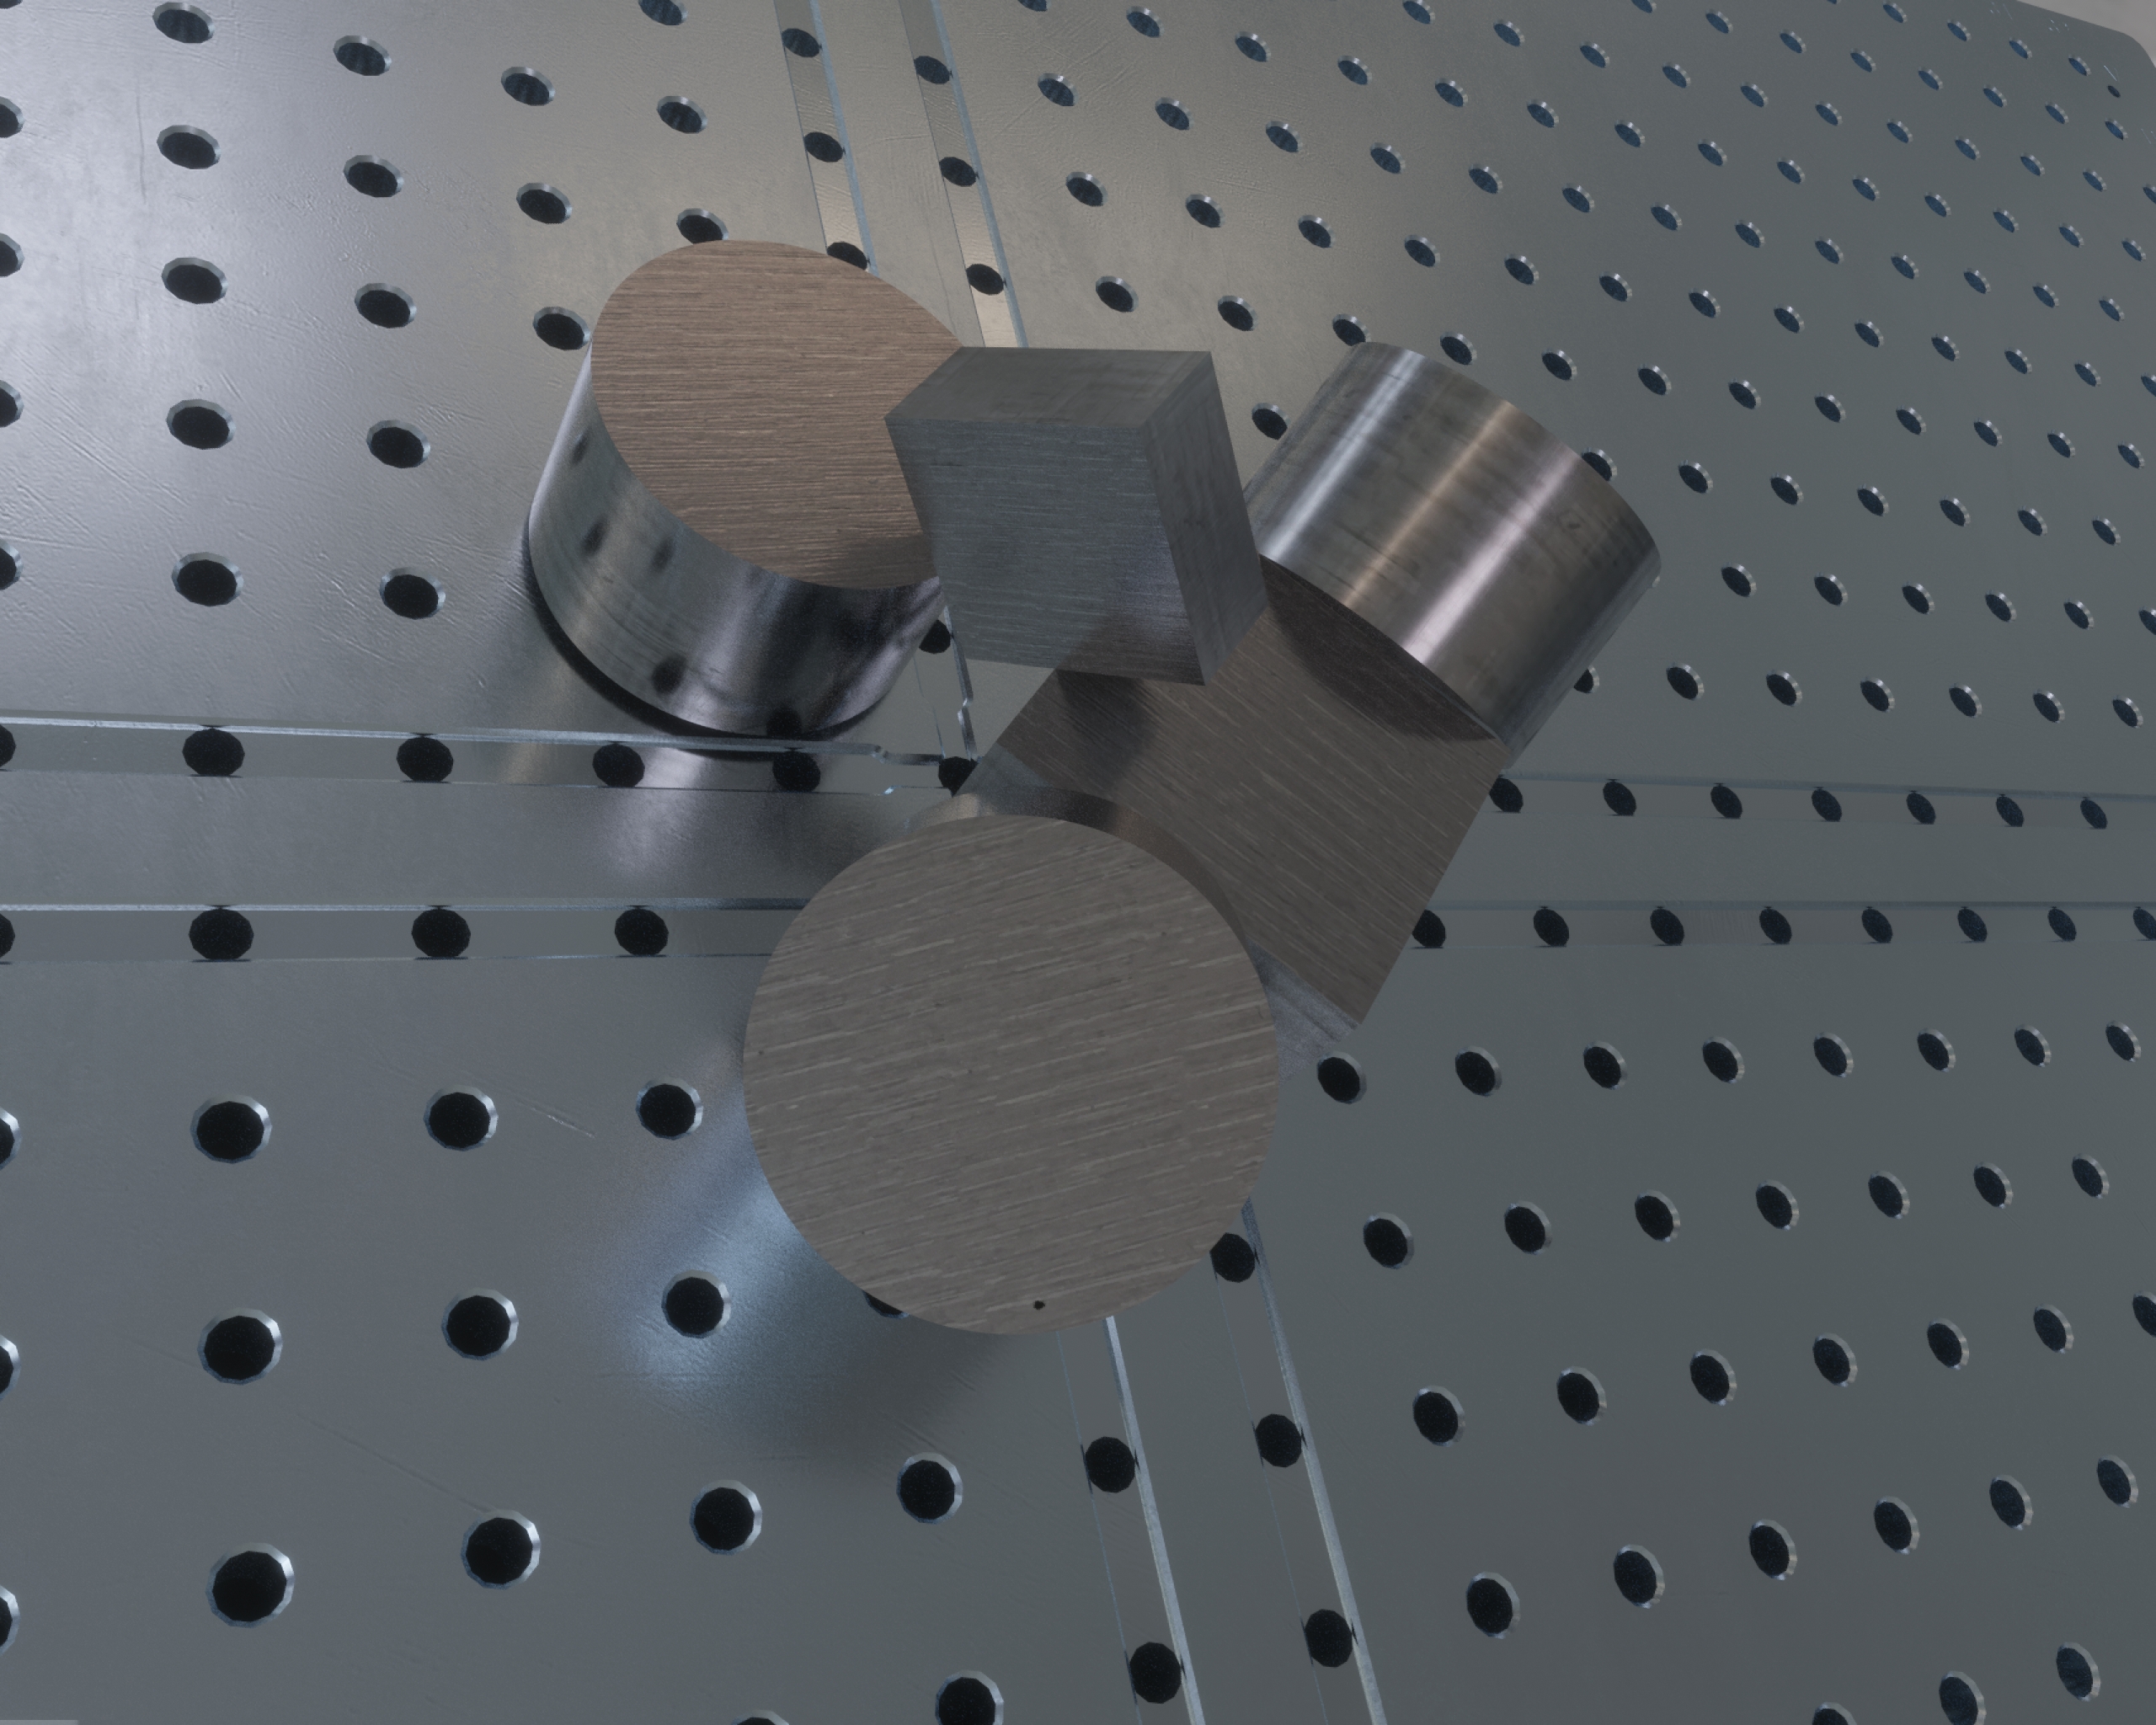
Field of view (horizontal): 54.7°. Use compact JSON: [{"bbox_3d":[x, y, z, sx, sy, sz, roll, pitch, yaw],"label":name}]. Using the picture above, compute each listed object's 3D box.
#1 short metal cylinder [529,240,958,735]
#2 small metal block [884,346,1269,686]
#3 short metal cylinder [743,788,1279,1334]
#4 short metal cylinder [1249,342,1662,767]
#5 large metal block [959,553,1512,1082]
[{"bbox_3d":[-0.059,-0.071,0.400,0.081,0.050,0.080,14,56,-21],"label":"short metal cylinder"},{"bbox_3d":[0.001,-0.060,0.361,0.050,0.050,0.025,10,45,31],"label":"small metal block"},{"bbox_3d":[-0.009,0.029,0.338,0.080,0.050,0.079,0,97,1],"label":"short metal cylinder"},{"bbox_3d":[0.073,-0.063,0.437,0.080,0.080,0.050,37,90,-4],"label":"short metal cylinder"},{"bbox_3d":[0.025,-0.010,0.404,0.080,0.050,0.080,38,51,-3],"label":"large metal block"}]
